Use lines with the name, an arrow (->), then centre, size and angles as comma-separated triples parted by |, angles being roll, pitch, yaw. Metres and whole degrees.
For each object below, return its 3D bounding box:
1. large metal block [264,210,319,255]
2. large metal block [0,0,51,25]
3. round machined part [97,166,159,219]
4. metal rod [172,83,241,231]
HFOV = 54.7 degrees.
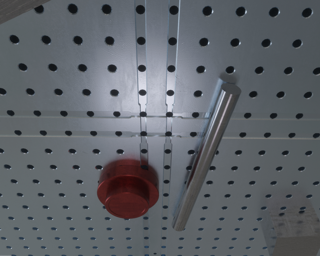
large metal block -> 0.242, 0.196, 0.565 | 0.080, 0.050, 0.080 | -4, 130, 3
large metal block -> -0.136, -0.146, 0.270 | 0.080, 0.050, 0.080 | -18, 128, 14
round machined part -> -0.051, 0.108, 0.492 | 0.099, 0.042, 0.097 | 0, 130, 0
metal rod -> 0.059, 0.065, 0.467 | 0.025, 0.025, 0.298 | 8, 130, -7
